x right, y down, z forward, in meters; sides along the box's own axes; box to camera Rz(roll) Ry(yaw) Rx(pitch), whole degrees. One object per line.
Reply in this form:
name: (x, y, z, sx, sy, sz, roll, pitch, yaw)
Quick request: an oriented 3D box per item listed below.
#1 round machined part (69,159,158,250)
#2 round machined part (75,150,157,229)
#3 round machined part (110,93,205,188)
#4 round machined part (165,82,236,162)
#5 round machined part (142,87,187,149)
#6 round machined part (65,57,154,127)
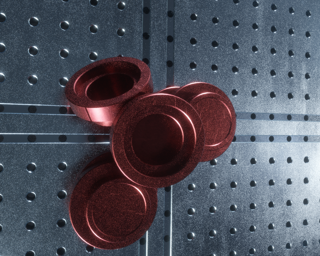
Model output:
round machined part: (-0.048, 0.085, 0.340, 0.099, 0.042, 0.097, 0, 90, -20)
round machined part: (-0.049, 0.075, 0.363, 0.099, 0.042, 0.097, 0, 90, -20)
round machined part: (-0.005, 0.011, 0.333, 0.099, 0.042, 0.097, -3, 99, -17)
round machined part: (0.051, -0.007, 0.376, 0.099, 0.042, 0.097, 0, 89, -20)
round machined part: (0.023, -0.003, 0.390, 0.099, 0.042, 0.097, 0, 90, -20)
round machined part: (-0.056, -0.039, 0.362, 0.099, 0.098, 0.042, -29, 135, -18)
